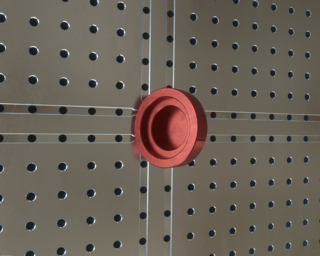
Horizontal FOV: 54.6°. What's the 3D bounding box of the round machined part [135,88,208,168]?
[{"bbox_3d":[0.018,0.001,0.390,0.042,0.098,0.097,4,88,-51],"label":"round machined part"}]
